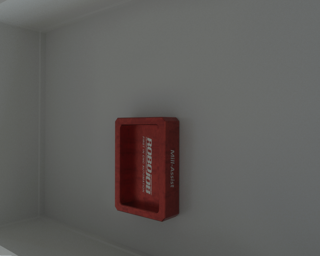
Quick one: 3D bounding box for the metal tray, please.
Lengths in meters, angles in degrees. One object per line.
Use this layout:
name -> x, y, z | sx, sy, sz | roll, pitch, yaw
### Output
metal tray -> -0.019, 0.051, 0.417 | 0.090, 0.030, 0.129 | 0, 90, 39
